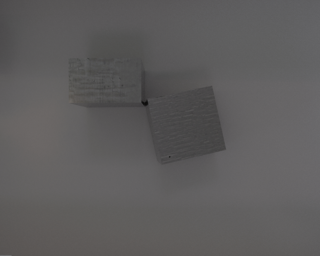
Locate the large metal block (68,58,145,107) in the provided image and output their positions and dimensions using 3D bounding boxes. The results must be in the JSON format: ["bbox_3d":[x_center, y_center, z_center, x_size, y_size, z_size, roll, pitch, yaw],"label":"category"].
[{"bbox_3d":[-0.061,-0.053,0.383,0.080,0.080,0.050,0,90,0],"label":"large metal block"}]

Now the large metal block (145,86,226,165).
[{"bbox_3d":[0.030,-0.004,0.394,0.081,0.050,0.080,-12,90,-7],"label":"large metal block"}]
